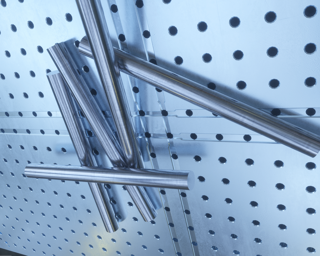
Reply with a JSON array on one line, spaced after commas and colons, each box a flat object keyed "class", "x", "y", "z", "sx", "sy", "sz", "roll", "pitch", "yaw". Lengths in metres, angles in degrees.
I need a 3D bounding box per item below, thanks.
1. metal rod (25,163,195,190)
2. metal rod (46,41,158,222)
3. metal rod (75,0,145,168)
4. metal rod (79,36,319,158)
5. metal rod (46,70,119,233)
[{"class": "metal rod", "x": -0.092, "y": 0.071, "z": 0.467, "sx": 0.300, "sy": 0.025, "sz": 0.025, "roll": -1, "pitch": 118, "yaw": 28}, {"class": "metal rod", "x": -0.078, "y": 0.017, "z": 0.460, "sx": 0.025, "sy": 0.025, "sz": 0.299, "roll": -14, "pitch": 112, "yaw": 33}, {"class": "metal rod", "x": -0.059, "y": -0.057, "z": 0.375, "sx": 0.025, "sy": 0.025, "sz": 0.298, "roll": 8, "pitch": 131, "yaw": 24}, {"class": "metal rod", "x": 0.037, "y": -0.042, "z": 0.364, "sx": 0.301, "sy": 0.025, "sz": 0.025, "roll": 26, "pitch": 127, "yaw": 11}, {"class": "metal rod", "x": -0.118, "y": 0.052, "z": 0.502, "sx": 0.025, "sy": 0.025, "sz": 0.298, "roll": 1, "pitch": 119, "yaw": 27}]
